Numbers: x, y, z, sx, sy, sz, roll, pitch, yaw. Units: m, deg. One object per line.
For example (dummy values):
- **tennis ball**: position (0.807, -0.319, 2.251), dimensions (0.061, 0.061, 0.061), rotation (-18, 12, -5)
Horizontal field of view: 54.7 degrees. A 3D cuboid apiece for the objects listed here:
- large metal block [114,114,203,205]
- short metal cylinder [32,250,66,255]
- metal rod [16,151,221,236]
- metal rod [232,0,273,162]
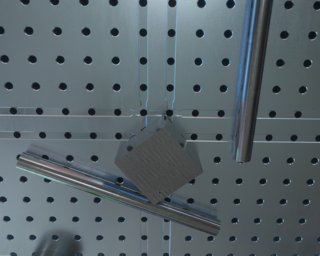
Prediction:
- **large metal block**: position (-0.001, 0.042, 0.415), dimensions (0.080, 0.050, 0.080), rotation (-36, 106, 12)
- **short metal cylinder**: position (-0.179, 0.242, 0.488), dimensions (0.081, 0.050, 0.079), rotation (0, 110, 0)
- **metal rod**: position (-0.053, 0.098, 0.448), dimensions (0.302, 0.025, 0.025), rotation (21, 109, -8)
- **metal rod**: position (0.117, -0.097, 0.378), dimensions (0.025, 0.025, 0.298), rotation (1, 110, -1)
